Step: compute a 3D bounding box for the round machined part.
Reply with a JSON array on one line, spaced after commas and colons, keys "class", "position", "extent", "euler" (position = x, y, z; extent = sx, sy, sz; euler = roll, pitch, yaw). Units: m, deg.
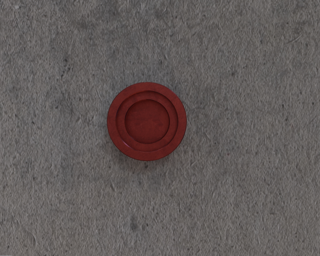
[{"class": "round machined part", "position": [-0.016, -0.008, 0.401], "extent": [0.099, 0.042, 0.097], "euler": [0, 90, 0]}]
